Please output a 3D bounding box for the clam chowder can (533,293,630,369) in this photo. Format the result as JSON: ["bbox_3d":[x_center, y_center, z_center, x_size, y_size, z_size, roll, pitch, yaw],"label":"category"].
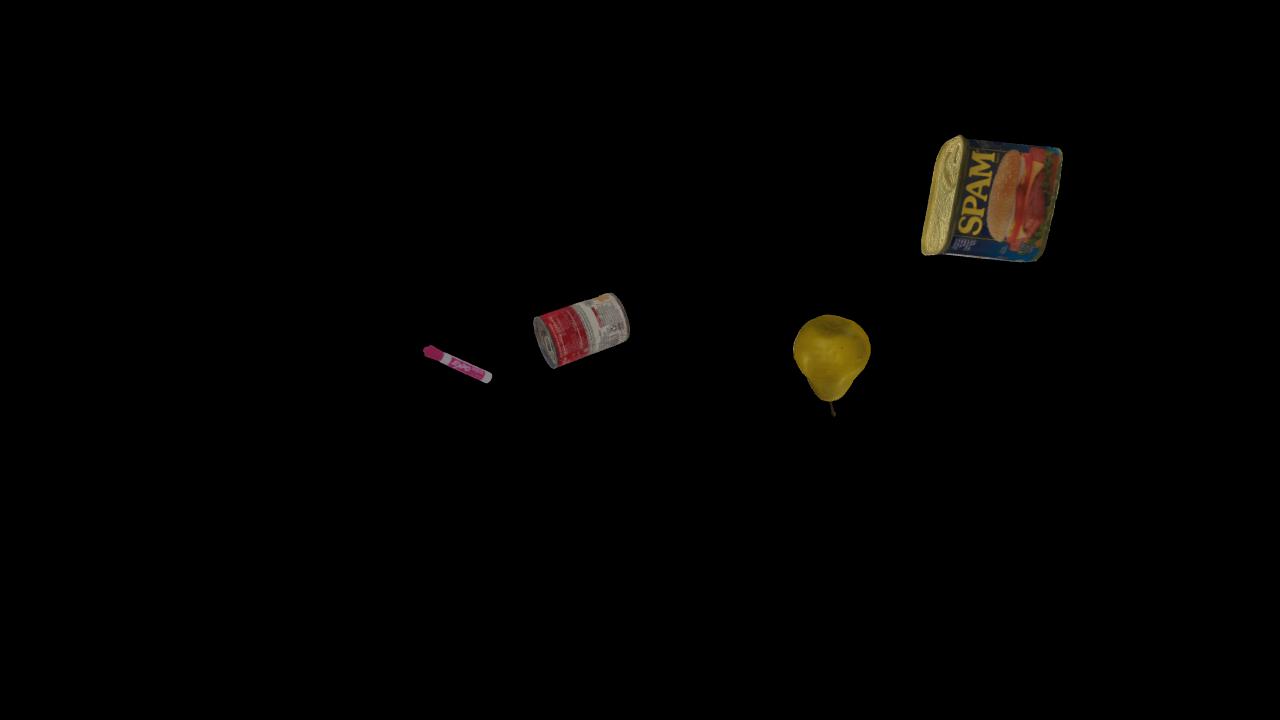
[{"bbox_3d":[-0.072,-0.038,0.760,0.102,0.068,0.068,-22,8,-21],"label":"clam chowder can"}]

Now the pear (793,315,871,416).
[{"bbox_3d":[0.206,0.008,0.675,0.080,0.111,0.080,0,32,0],"label":"pear"}]

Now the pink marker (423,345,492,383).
[{"bbox_3d":[-0.280,0.007,0.948,0.020,0.020,0.121,0,-22,41],"label":"pink marker"}]

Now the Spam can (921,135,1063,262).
[{"bbox_3d":[0.305,-0.138,0.537,0.085,0.101,0.058,7,10,3],"label":"Spam can"}]
